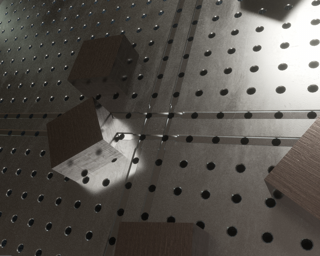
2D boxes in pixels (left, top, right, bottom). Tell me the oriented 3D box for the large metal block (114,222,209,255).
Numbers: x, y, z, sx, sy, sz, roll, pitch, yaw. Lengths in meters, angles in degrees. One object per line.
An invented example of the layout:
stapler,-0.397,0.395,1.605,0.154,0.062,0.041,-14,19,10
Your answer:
large metal block,0.001,0.139,0.305,0.080,0.050,0.080,-7,59,24

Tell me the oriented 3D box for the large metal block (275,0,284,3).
large metal block,0.168,-0.239,0.451,0.080,0.050,0.080,-47,52,-5

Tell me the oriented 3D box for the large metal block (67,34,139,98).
large metal block,-0.089,-0.098,0.497,0.080,0.050,0.080,0,62,28

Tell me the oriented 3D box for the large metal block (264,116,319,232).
large metal block,0.157,0.049,0.280,0.080,0.050,0.080,-47,52,-5

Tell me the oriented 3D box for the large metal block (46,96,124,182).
large metal block,-0.107,0.016,0.437,0.080,0.050,0.080,-29,52,9
